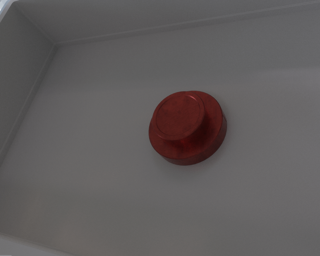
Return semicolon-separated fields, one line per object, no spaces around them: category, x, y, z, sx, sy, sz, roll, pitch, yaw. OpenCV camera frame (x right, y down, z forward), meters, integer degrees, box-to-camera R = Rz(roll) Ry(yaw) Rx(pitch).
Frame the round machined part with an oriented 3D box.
round machined part;0.029;-0.007;0.384;0.098;0.042;0.098;-13;56;21
